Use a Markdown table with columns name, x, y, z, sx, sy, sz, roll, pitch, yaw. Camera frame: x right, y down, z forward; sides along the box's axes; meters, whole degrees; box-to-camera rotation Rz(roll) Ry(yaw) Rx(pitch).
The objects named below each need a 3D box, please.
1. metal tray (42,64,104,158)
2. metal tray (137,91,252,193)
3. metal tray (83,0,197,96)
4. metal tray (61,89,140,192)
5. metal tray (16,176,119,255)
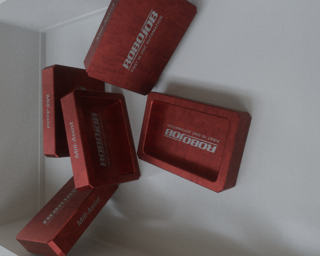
| name | x | y | z | sx | sy | sz | roll | pitch | yaw |
| --- | --- | --- | --- | --- | --- | --- | --- | --- | --- |
| metal tray | -0.127 | -0.023 | 0.466 | 0.030 | 0.091 | 0.129 | -3 | 88 | 40 |
| metal tray | 0.035 | 0.012 | 0.373 | 0.130 | 0.030 | 0.089 | 18 | 101 | 38 |
| metal tray | -0.026 | -0.111 | 0.381 | 0.129 | 0.091 | 0.030 | -58 | 35 | 24 |
| metal tray | -0.080 | 0.015 | 0.428 | 0.030 | 0.091 | 0.129 | -21 | 77 | 38 |
| metal tray | -0.131 | 0.119 | 0.448 | 0.090 | 0.131 | 0.030 | -11 | 118 | 39 |
